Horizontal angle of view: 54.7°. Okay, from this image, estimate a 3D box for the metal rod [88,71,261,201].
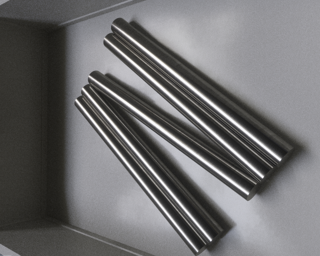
[{"bbox_3d":[-0.002,-0.007,0.407,0.300,0.025,0.025,36,112,34],"label":"metal rod"}]

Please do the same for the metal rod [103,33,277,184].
[{"bbox_3d":[0.018,-0.042,0.390,0.300,0.025,0.025,44,117,31],"label":"metal rod"}]

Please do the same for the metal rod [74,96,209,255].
[{"bbox_3d":[-0.040,0.049,0.438,0.300,0.025,0.025,46,117,30],"label":"metal rod"}]

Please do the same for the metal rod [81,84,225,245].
[{"bbox_3d":[-0.026,0.032,0.427,0.300,0.025,0.025,46,117,30],"label":"metal rod"}]

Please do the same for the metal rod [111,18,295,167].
[{"bbox_3d":[0.031,-0.061,0.380,0.300,0.025,0.025,44,117,31],"label":"metal rod"}]
